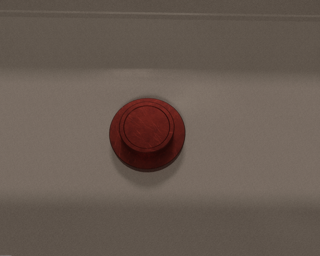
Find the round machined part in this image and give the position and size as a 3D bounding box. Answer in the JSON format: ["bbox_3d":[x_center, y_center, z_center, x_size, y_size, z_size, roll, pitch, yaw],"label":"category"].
[{"bbox_3d":[-0.016,0.005,0.399,0.099,0.042,0.098,0,70,-1],"label":"round machined part"}]
